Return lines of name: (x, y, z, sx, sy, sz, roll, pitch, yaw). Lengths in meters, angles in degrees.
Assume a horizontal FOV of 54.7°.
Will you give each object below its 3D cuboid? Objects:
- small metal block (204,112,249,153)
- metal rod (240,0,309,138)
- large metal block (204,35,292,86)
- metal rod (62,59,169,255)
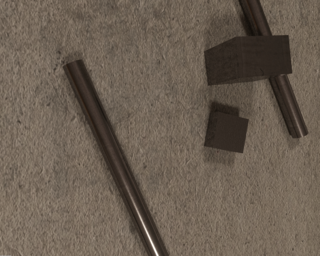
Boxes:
small metal block: (0.096, 0.007, 0.446, 0.050, 0.025, 0.050, 12, 86, -20)
metal rod: (0.163, -0.123, 0.470, 0.025, 0.025, 0.299, -27, 99, -18)
large metal block: (0.118, -0.091, 0.425, 0.081, 0.080, 0.050, -8, 93, -20)
metal rod: (-0.048, 0.059, 0.392, 0.025, 0.025, 0.299, -25, 99, -19)
